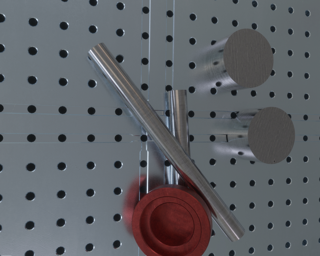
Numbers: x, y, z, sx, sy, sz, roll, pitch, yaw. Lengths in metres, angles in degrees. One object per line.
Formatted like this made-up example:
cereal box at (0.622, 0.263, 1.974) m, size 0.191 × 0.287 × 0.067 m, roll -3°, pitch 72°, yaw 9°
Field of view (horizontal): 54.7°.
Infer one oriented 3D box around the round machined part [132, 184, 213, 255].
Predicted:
round machined part at (0.017, 0.120, 0.394) m, size 0.098 × 0.042 × 0.097 m, roll 1°, pitch 93°, yaw 15°

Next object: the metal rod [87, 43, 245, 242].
metal rod at (0.011, 0.021, 0.394) m, size 0.025 × 0.025 × 0.299 m, roll -38°, pitch 94°, yaw -16°

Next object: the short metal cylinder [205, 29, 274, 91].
short metal cylinder at (0.112, -0.094, 0.440) m, size 0.081 × 0.050 × 0.080 m, roll 0°, pitch 90°, yaw -20°

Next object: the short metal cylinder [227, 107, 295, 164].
short metal cylinder at (0.147, 0.010, 0.453) m, size 0.081 × 0.050 × 0.080 m, roll 0°, pitch 90°, yaw -20°

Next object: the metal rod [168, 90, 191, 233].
metal rod at (0.033, 0.098, 0.424) m, size 0.025 × 0.025 × 0.298 m, roll -4°, pitch 92°, yaw -20°
